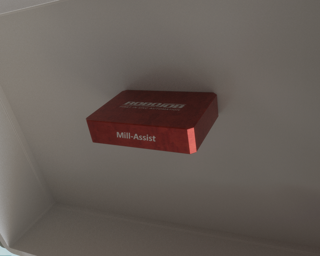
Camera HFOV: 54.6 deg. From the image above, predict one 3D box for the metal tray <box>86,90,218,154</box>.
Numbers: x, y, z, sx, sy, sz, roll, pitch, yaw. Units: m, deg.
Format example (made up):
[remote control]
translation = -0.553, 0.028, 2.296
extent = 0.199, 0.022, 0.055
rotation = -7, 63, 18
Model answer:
[metal tray]
translation = -0.007, -0.012, 0.363
extent = 0.130, 0.090, 0.030
rotation = 5, 121, 26
